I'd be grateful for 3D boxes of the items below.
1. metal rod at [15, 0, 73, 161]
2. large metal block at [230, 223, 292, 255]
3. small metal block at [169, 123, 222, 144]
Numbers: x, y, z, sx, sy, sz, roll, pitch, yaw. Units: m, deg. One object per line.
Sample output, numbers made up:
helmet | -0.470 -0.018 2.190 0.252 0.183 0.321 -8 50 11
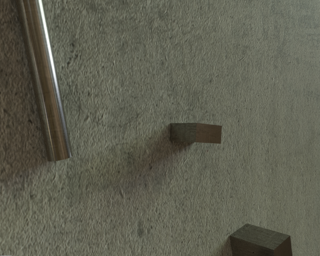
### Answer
metal rod | -0.125 -0.115 0.299 0.025 0.025 0.298 -15 99 -39
large metal block | 0.168 0.214 0.510 0.050 0.080 0.079 -16 100 -39
small metal block | 0.049 0.007 0.430 0.050 0.050 0.025 5 87 -40
